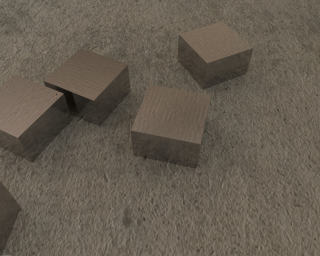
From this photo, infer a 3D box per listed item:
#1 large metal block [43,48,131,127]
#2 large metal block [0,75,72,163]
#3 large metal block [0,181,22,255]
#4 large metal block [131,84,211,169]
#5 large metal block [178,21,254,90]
[{"bbox_3d":[-0.099,-0.059,0.436,0.080,0.050,0.080,22,53,17],"label":"large metal block"},{"bbox_3d":[-0.175,-0.014,0.398,0.080,0.050,0.080,21,53,17],"label":"large metal block"},{"bbox_3d":[-0.183,0.092,0.289,0.050,0.080,0.080,4,50,3],"label":"large metal block"},{"bbox_3d":[0.016,-0.003,0.390,0.080,0.050,0.080,11,51,9],"label":"large metal block"},{"bbox_3d":[0.083,-0.115,0.484,0.081,0.050,0.080,-21,53,-17],"label":"large metal block"}]
